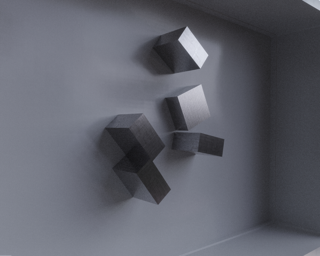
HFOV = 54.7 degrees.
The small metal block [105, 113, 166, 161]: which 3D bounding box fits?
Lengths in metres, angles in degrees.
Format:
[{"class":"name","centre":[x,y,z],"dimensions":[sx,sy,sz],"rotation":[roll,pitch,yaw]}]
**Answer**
[{"class":"small metal block","centre":[-0.029,0.010,0.365],"dimensions":[0.025,0.050,0.050],"rotation":[-48,119,-29]}]

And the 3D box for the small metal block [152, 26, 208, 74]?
[{"class":"small metal block","centre":[0.027,-0.102,0.413],"dimensions":[0.050,0.050,0.025],"rotation":[45,63,-31]}]

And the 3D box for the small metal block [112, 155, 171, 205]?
[{"class":"small metal block","centre":[-0.022,0.061,0.372],"dimensions":[0.025,0.050,0.050],"rotation":[-46,118,-30]}]

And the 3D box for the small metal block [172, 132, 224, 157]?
[{"class":"small metal block","centre":[0.053,0.023,0.435],"dimensions":[0.050,0.050,0.025],"rotation":[14,81,-39]}]

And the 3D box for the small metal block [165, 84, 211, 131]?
[{"class":"small metal block","centre":[0.041,-0.029,0.440],"dimensions":[0.050,0.025,0.050],"rotation":[-30,109,-36]}]
